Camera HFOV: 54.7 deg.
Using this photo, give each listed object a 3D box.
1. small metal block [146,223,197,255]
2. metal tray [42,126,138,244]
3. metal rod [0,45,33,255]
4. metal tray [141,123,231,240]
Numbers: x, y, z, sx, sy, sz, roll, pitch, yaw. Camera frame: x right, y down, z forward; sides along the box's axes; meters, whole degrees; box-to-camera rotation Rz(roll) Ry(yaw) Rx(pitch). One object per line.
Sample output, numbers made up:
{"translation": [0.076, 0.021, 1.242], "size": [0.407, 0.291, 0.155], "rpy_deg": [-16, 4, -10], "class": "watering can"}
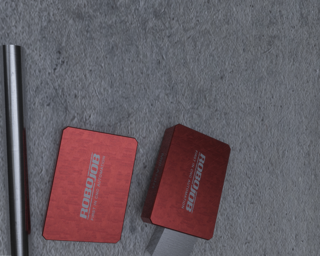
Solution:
{"translation": [0.017, 0.152, 0.417], "size": [0.050, 0.025, 0.050], "rpy_deg": [29, 80, -18], "class": "small metal block"}
{"translation": [-0.084, 0.068, 0.376], "size": [0.091, 0.030, 0.129], "rpy_deg": [11, 86, -20], "class": "metal tray"}
{"translation": [-0.161, 0.059, 0.349], "size": [0.025, 0.025, 0.298], "rpy_deg": [-2, 91, -20], "class": "metal rod"}
{"translation": [0.037, 0.070, 0.407], "size": [0.091, 0.030, 0.130], "rpy_deg": [23, 70, -19], "class": "metal tray"}
